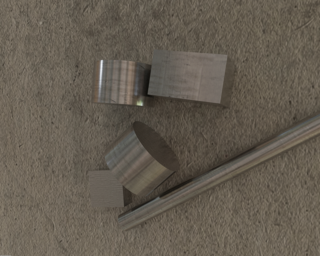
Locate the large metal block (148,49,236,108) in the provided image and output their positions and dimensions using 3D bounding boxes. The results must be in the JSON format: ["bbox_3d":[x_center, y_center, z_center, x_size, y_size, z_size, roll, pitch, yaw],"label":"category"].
[{"bbox_3d":[0.041,-0.056,0.365,0.080,0.080,0.050,9,93,19],"label":"large metal block"}]

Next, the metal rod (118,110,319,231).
[{"bbox_3d":[0.074,0.056,0.382,0.300,0.025,0.025,-31,80,17],"label":"metal rod"}]

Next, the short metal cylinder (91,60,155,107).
[{"bbox_3d":[-0.045,-0.054,0.395,0.080,0.080,0.050,5,92,19],"label":"short metal cylinder"}]

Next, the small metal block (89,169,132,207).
[{"bbox_3d":[-0.069,0.082,0.432,0.050,0.025,0.050,-5,88,19],"label":"small metal block"}]

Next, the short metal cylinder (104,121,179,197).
[{"bbox_3d":[-0.022,0.038,0.387,0.050,0.080,0.080,-43,77,15],"label":"short metal cylinder"}]
